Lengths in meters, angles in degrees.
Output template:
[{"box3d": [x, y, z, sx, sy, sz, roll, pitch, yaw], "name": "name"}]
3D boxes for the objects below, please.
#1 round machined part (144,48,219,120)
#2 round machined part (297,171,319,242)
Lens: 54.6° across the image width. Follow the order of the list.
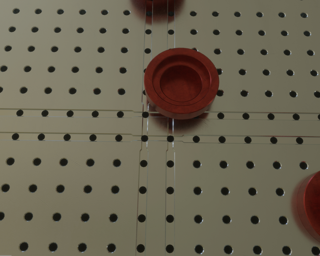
[{"box3d": [0.028, -0.057, 0.424, 0.099, 0.042, 0.098, 0, 70, 0], "name": "round machined part"}, {"box3d": [0.222, 0.094, 0.370, 0.099, 0.042, 0.098, 0, 70, 0], "name": "round machined part"}]
